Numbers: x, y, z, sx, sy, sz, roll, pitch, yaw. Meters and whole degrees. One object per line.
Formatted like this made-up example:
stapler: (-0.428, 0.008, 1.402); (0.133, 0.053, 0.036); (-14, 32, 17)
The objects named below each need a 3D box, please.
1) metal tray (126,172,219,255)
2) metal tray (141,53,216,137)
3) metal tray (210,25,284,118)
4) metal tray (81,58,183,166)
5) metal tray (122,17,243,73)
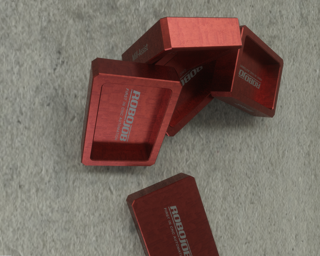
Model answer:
metal tray: (0.019, 0.136, 0.415); (0.091, 0.030, 0.129); (-20, 97, -19)
metal tray: (0.029, -0.063, 0.407); (0.130, 0.030, 0.090); (-43, 116, -14)
metal tray: (0.124, -0.071, 0.423); (0.131, 0.030, 0.090); (15, 84, -47)
metal tray: (-0.037, -0.011, 0.349); (0.091, 0.030, 0.129); (3, 131, -19)
metal tray: (0.019, -0.088, 0.357); (0.091, 0.130, 0.030); (-9, 90, -24)
